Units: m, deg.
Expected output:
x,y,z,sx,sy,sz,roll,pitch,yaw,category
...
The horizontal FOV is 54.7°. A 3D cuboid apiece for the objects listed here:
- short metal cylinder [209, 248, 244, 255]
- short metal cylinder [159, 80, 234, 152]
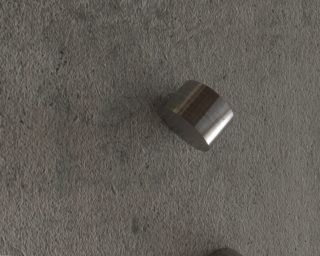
x,y,z,sx,sy,sz,roll,pitch,yaw,category
0.101,0.217,0.433,0.081,0.050,0.080,0,90,-20,short metal cylinder
0.046,-0.015,0.397,0.080,0.080,0.050,45,76,-15,short metal cylinder
